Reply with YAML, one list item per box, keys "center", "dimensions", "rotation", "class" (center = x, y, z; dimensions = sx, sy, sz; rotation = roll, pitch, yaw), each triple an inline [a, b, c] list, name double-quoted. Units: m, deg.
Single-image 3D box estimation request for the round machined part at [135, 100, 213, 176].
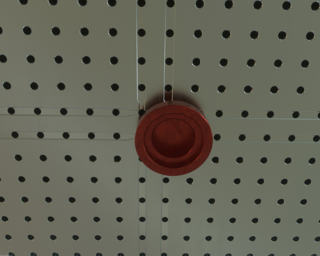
- center: [0.017, 0.010, 0.409]
  dimensions: [0.099, 0.042, 0.097]
  rotation: [0, 110, -1]
  class: "round machined part"
